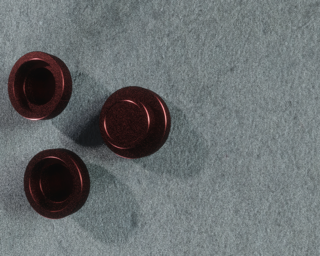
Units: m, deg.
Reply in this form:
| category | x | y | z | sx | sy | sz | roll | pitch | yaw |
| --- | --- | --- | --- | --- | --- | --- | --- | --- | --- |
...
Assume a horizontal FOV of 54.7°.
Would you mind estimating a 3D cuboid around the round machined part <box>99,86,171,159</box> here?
| category | x | y | z | sx | sy | sz | roll | pitch | yaw |
| --- | --- | --- | --- | --- | --- | --- | --- | --- | --- |
| round machined part | -0.039 | -0.007 | 0.413 | 0.098 | 0.042 | 0.097 | 0 | 90 | 19 |

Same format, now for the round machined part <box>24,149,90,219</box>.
| category | x | y | z | sx | sy | sz | roll | pitch | yaw |
| --- | --- | --- | --- | --- | --- | --- | --- | --- | --- |
| round machined part | -0.143 | 0.078 | 0.449 | 0.098 | 0.042 | 0.097 | 0 | 90 | 19 |

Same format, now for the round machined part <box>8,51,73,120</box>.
| category | x | y | z | sx | sy | sz | roll | pitch | yaw |
| --- | --- | --- | --- | --- | --- | --- | --- | --- | --- |
| round machined part | -0.171 | -0.060 | 0.458 | 0.098 | 0.042 | 0.097 | 0 | 90 | 19 |
